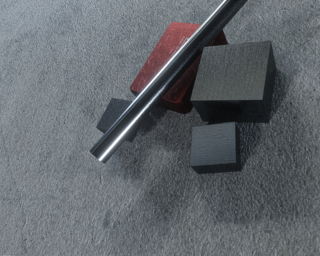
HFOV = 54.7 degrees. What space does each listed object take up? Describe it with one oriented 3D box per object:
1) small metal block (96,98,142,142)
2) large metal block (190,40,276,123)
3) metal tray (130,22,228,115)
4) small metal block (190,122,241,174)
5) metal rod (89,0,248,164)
[{"bbox_3d":[-0.054,-0.012,0.438,0.050,0.025,0.050,13,68,33],"label":"small metal block"},{"bbox_3d":[0.091,-0.054,0.373,0.080,0.050,0.080,2,63,29],"label":"large metal block"},{"bbox_3d":[0.027,-0.089,0.440,0.090,0.030,0.130,19,71,35],"label":"metal tray"},{"bbox_3d":[0.064,0.023,0.355,0.050,0.025,0.050,-7,58,24],"label":"small metal block"},{"bbox_3d":[0.020,-0.077,0.400,0.300,0.025,0.025,-49,52,-7],"label":"metal rod"}]
